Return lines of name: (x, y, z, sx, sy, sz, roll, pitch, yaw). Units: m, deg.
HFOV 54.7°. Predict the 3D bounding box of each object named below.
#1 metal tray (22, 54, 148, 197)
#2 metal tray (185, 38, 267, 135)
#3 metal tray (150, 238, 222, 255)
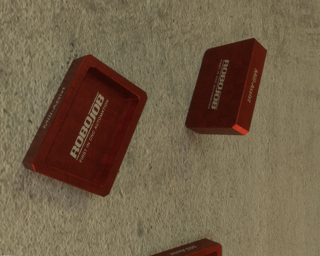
metal tray: (-0.075, -0.001, 0.337, 0.090, 0.030, 0.130, 32, 70, -35)
metal tray: (0.092, -0.056, 0.438, 0.030, 0.090, 0.130, 27, 73, -37)
metal tray: (0.032, 0.214, 0.428, 0.131, 0.030, 0.089, 1, 89, -40)
